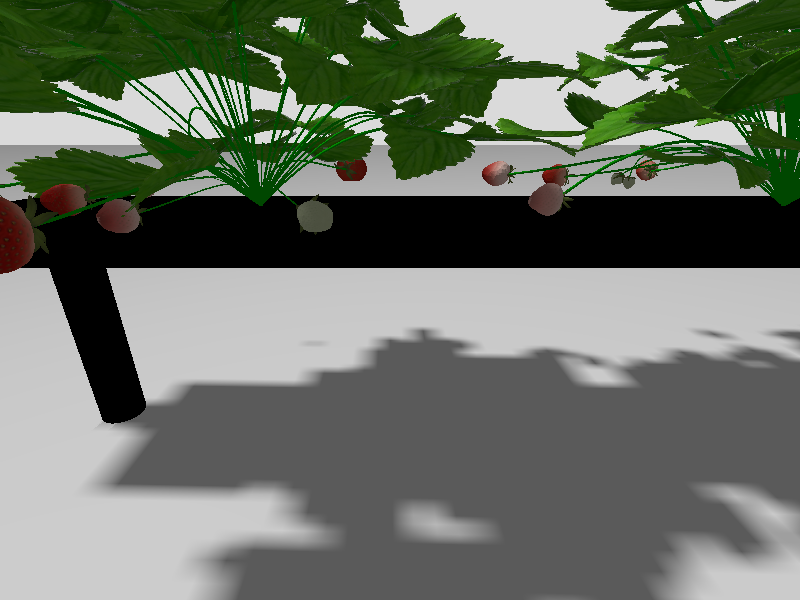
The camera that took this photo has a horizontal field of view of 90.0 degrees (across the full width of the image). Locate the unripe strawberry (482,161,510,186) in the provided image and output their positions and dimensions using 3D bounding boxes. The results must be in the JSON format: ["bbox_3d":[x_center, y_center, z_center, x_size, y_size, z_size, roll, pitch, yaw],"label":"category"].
[{"bbox_3d":[0.111,-0.146,0.462,0.032,0.027,0.032,13,26,29],"label":"unripe strawberry"}]

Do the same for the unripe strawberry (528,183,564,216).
[{"bbox_3d":[0.109,-0.076,0.302,0.025,0.024,0.023,-6,23,-9],"label":"unripe strawberry"}]

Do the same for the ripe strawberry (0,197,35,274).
[{"bbox_3d":[-0.183,-0.027,0.173,0.034,0.036,0.037,8,24,18],"label":"ripe strawberry"}]

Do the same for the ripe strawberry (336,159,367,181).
[{"bbox_3d":[-0.059,-0.166,0.502,0.039,0.033,0.039,7,23,17],"label":"ripe strawberry"}]

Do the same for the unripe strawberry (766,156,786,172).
[{"bbox_3d":[0.484,-0.169,0.516,0.034,0.031,0.031,17,5,35],"label":"unripe strawberry"}]

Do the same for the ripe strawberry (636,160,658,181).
[{"bbox_3d":[0.328,-0.174,0.536,0.025,0.026,0.027,0,22,0],"label":"ripe strawberry"}]

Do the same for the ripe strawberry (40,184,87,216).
[{"bbox_3d":[-0.247,-0.074,0.294,0.027,0.023,0.027,-9,24,-20],"label":"ripe strawberry"}]

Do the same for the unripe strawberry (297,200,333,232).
[{"bbox_3d":[-0.051,-0.051,0.245,0.022,0.019,0.022,-14,27,-30],"label":"unripe strawberry"}]

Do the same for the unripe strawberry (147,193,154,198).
[{"bbox_3d":[-0.245,-0.108,0.381,0.021,0.022,0.019,-9,18,23],"label":"unripe strawberry"}]

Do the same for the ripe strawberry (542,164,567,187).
[{"bbox_3d":[0.177,-0.142,0.460,0.027,0.027,0.025,17,28,37],"label":"ripe strawberry"}]

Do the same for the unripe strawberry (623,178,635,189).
[{"bbox_3d":[0.235,-0.120,0.412,0.011,0.011,0.011,17,28,36],"label":"unripe strawberry"}]

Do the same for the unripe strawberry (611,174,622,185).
[{"bbox_3d":[0.258,-0.143,0.476,0.015,0.014,0.014,-11,-21,-24],"label":"unripe strawberry"}]
